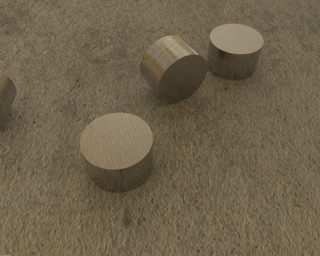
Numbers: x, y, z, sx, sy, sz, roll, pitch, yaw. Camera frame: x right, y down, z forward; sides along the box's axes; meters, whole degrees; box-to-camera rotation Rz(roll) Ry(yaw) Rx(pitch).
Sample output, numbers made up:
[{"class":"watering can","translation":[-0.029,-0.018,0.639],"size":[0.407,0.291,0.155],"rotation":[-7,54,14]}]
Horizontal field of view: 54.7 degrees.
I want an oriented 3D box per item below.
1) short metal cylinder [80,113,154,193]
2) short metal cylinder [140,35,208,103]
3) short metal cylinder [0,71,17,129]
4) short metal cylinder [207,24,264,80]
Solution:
[{"class":"short metal cylinder","translation":[-0.048,0.028,0.363],"size":[0.080,0.050,0.080],"rotation":[0,50,0]},{"class":"short metal cylinder","translation":[0.019,-0.082,0.436],"size":[0.081,0.080,0.050],"rotation":[-24,54,-19]},{"class":"short metal cylinder","translation":[-0.234,-0.038,0.398],"size":[0.081,0.080,0.050],"rotation":[-1,50,-1]},{"class":"short metal cylinder","translation":[0.116,-0.121,0.489],"size":[0.080,0.050,0.080],"rotation":[0,50,0]}]
